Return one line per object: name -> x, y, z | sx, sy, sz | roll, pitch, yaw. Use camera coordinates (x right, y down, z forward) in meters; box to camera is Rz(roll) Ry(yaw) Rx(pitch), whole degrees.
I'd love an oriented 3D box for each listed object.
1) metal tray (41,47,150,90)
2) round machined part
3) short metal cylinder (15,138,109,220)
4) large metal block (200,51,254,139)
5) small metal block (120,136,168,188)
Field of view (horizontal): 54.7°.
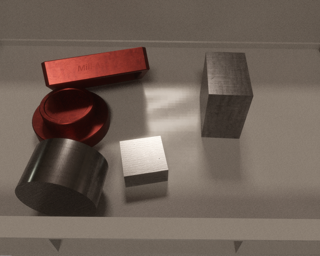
metal tray -> -0.086, -0.078, 0.429 | 0.131, 0.090, 0.030 | -11, 93, -10
round machined part -> -0.118, -0.018, 0.408 | 0.099, 0.042, 0.098 | 0, 50, 0
short metal cylinder -> -0.099, 0.055, 0.322 | 0.080, 0.080, 0.050 | 6, 50, 4
large metal block -> 0.082, -0.043, 0.406 | 0.050, 0.080, 0.080 | 3, 50, 2
small metal block -> -0.020, 0.040, 0.372 | 0.050, 0.025, 0.050 | -8, 51, -7
